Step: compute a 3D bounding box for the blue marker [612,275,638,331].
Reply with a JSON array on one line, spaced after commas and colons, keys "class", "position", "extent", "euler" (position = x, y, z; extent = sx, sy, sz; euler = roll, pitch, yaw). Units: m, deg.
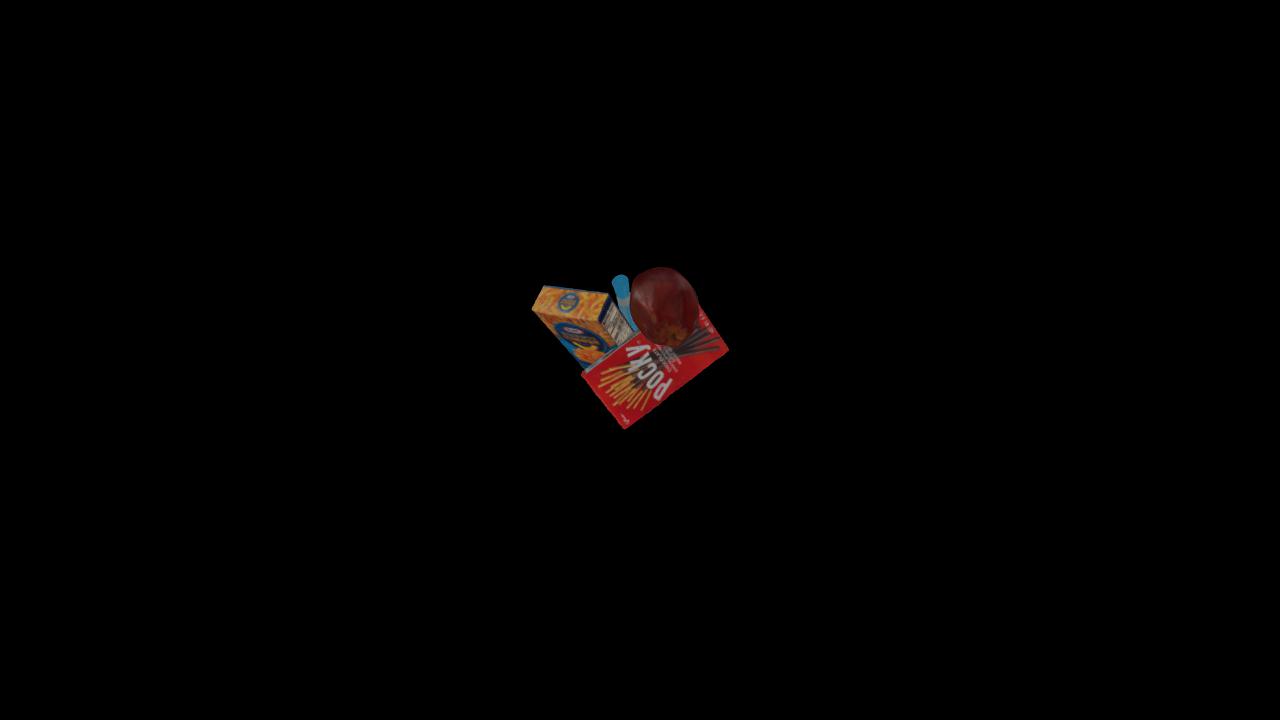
[{"class": "blue marker", "position": [-0.015, -0.059, 0.724], "extent": [0.020, 0.020, 0.121], "euler": [0, -31, 9]}]

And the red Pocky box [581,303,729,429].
[{"class": "red Pocky box", "position": [0.018, 0.002, 0.699], "extent": [0.155, 0.083, 0.028], "euler": [-38, 17, -2]}]

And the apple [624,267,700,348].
[{"class": "apple", "position": [0.028, -0.060, 0.689], "extent": [0.079, 0.093, 0.079], "euler": [-9, -41, -8]}]

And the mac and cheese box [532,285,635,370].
[{"class": "mac and cheese box", "position": [-0.044, -0.018, 0.739], "extent": [0.093, 0.041, 0.184], "euler": [11, -24, 30]}]
